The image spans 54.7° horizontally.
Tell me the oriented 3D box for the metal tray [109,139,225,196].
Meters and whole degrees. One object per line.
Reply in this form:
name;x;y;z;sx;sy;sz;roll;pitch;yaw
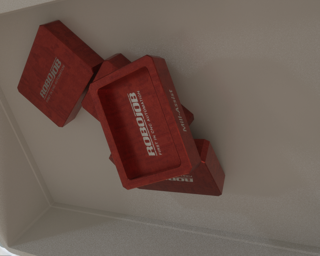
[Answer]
metal tray;0.011;0.051;0.407;0.130;0.030;0.090;-1;143;27

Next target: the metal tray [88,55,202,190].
metal tray;-0.019;-0.004;0.348;0.090;0.030;0.129;-20;88;28

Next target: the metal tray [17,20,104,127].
metal tray;-0.142;-0.072;0.436;0.090;0.030;0.129;42;129;-1

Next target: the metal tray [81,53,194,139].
metal tray;-0.032;-0.023;0.408;0.130;0.030;0.089;40;129;0
